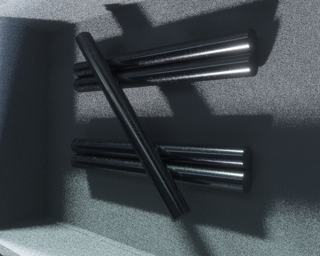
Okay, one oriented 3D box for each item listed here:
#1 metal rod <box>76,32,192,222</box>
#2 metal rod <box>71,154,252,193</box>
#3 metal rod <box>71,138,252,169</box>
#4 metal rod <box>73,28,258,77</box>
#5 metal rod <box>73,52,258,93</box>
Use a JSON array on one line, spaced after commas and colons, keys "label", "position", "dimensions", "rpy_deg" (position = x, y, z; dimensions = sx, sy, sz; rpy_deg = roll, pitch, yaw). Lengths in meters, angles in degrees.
[{"label": "metal rod", "position": [-0.045, -0.018, 0.410], "dimensions": [0.025, 0.025, 0.299], "rpy_deg": [-45, 63, 31]}, {"label": "metal rod", "position": [-0.023, 0.056, 0.424], "dimensions": [0.300, 0.025, 0.025], "rpy_deg": [0, 90, 40]}, {"label": "metal rod", "position": [-0.023, 0.030, 0.423], "dimensions": [0.300, 0.025, 0.025], "rpy_deg": [0, 90, 40]}, {"label": "metal rod", "position": [-0.018, -0.094, 0.420], "dimensions": [0.300, 0.025, 0.025], "rpy_deg": [1, 91, 40]}, {"label": "metal rod", "position": [-0.018, -0.069, 0.419], "dimensions": [0.300, 0.025, 0.025], "rpy_deg": [1, 91, 40]}]
